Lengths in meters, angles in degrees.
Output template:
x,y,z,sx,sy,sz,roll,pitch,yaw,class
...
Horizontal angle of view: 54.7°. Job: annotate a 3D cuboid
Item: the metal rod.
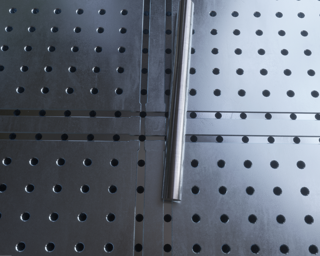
x,y,z,sx,sy,sz,roll,pitch,yaw,class
0.027,-0.052,0.430,0.025,0.025,0.299,5,70,1,metal rod
